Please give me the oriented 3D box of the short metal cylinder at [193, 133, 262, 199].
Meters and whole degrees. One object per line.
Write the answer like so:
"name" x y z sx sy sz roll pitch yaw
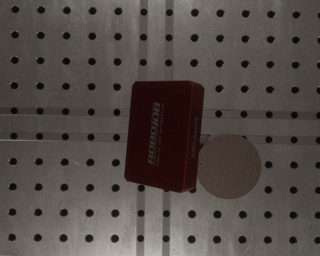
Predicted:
"short metal cylinder" 0.083 0.047 0.402 0.081 0.050 0.079 0 90 -1

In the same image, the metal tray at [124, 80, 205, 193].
"metal tray" 0.004 0.008 0.387 0.090 0.030 0.129 5 90 35
